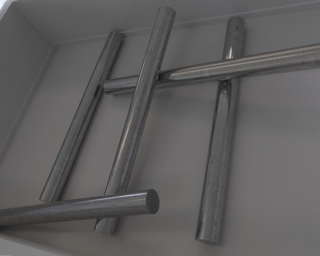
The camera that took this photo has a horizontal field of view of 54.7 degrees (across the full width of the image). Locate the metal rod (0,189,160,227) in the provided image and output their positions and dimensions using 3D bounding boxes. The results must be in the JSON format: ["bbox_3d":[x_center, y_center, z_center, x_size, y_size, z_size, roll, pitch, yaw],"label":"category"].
[{"bbox_3d":[-0.134,0.105,0.386,0.300,0.025,0.025,-14,56,30],"label":"metal rod"}]

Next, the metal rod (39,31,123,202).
[{"bbox_3d":[-0.116,-0.030,0.484,0.025,0.025,0.300,2,62,29],"label":"metal rod"}]

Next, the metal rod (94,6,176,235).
[{"bbox_3d":[-0.028,-0.019,0.396,0.025,0.025,0.299,8,76,31],"label":"metal rod"}]

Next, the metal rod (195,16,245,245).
[{"bbox_3d":[0.078,-0.017,0.375,0.025,0.025,0.300,-1,61,27],"label":"metal rod"}]

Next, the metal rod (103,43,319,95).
[{"bbox_3d":[0.042,-0.068,0.399,0.300,0.025,0.025,-2,60,36],"label":"metal rod"}]
